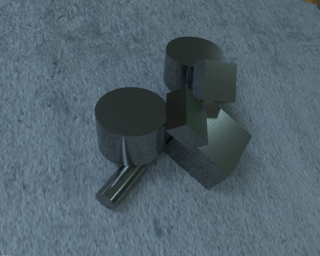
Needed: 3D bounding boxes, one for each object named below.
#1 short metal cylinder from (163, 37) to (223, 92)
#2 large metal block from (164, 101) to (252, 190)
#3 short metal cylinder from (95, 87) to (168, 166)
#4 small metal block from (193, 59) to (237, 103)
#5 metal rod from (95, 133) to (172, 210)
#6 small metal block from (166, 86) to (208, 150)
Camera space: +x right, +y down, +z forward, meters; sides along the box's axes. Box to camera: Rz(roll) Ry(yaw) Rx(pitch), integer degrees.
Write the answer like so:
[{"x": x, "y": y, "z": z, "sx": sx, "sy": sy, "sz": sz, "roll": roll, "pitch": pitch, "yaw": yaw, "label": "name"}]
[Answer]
[{"x": 0.047, "y": -0.091, "z": 0.453, "sx": 0.081, "sy": 0.050, "sz": 0.080, "roll": 3, "pitch": 45, "yaw": -3, "label": "short metal cylinder"}, {"x": 0.063, "y": 0.020, "z": 0.411, "sx": 0.080, "sy": 0.050, "sz": 0.080, "roll": 41, "pitch": 51, "yaw": 0, "label": "large metal block"}, {"x": -0.032, "y": -0.003, "z": 0.357, "sx": 0.081, "sy": 0.050, "sz": 0.080, "roll": 3, "pitch": 45, "yaw": -3, "label": "short metal cylinder"}, {"x": 0.071, "y": -0.059, "z": 0.401, "sx": 0.050, "sy": 0.025, "sz": 0.050, "roll": 2, "pitch": 91, "yaw": -28, "label": "small metal block"}, {"x": 0.019, "y": -0.010, "z": 0.423, "sx": 0.025, "sy": 0.025, "sz": 0.301, "roll": 42, "pitch": 51, "yaw": 0, "label": "metal rod"}, {"x": 0.031, "y": -0.010, "z": 0.350, "sx": 0.050, "sy": 0.025, "sz": 0.050, "roll": 40, "pitch": 42, "yaw": -45, "label": "small metal block"}]
